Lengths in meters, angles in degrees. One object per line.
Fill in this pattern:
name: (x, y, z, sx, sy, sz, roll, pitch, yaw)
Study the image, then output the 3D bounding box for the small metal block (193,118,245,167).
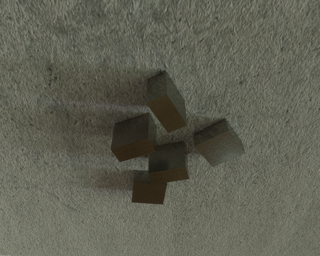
small metal block: (0.081, 0.021, 0.426, 0.050, 0.025, 0.050, -28, 125, 21)

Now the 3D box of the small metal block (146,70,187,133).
small metal block: (0.008, -0.031, 0.364, 0.025, 0.050, 0.050, -23, 127, 18)

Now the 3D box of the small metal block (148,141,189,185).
small metal block: (0.012, 0.048, 0.432, 0.050, 0.050, 0.025, -11, 129, 9)

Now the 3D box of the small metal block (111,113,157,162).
small metal block: (-0.033, 0.012, 0.400, 0.050, 0.050, 0.025, -17, 128, 14)

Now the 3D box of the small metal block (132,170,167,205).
small metal block: (-0.017, 0.093, 0.487, 0.050, 0.025, 0.050, 5, 130, -5)
